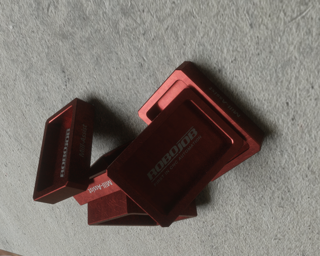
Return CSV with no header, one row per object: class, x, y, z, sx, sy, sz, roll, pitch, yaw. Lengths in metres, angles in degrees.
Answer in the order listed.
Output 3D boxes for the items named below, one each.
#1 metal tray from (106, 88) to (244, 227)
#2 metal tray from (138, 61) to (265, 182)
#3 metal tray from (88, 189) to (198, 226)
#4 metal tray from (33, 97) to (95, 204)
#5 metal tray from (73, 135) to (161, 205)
metal tray,0.016,0.031,0.346,0.090,0.030,0.130,44,84,-3
metal tray,0.048,-0.005,0.376,0.130,0.030,0.090,43,129,-3
metal tray,-0.022,0.114,0.433,0.090,0.131,0.030,-27,59,37
metal tray,-0.134,0.032,0.436,0.090,0.130,0.030,-27,142,36
metal tray,-0.057,0.053,0.428,0.130,0.090,0.030,-27,104,37
